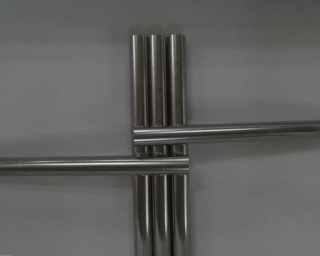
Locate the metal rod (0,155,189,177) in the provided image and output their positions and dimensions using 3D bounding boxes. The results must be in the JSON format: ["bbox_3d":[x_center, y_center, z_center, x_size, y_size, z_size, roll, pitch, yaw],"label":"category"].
[{"bbox_3d":[-0.115,0.048,0.393,0.302,0.025,0.025,-1,90,5],"label":"metal rod"}]

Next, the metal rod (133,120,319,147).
[{"bbox_3d":[0.118,0.005,0.394,0.302,0.025,0.025,-2,90,-7],"label":"metal rod"}]

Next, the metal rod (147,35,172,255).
[{"bbox_3d":[0.000,0.029,0.410,0.025,0.025,0.298,-1,90,-1],"label":"metal rod"}]

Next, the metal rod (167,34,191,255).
[{"bbox_3d":[0.026,0.028,0.410,0.025,0.025,0.298,-1,90,-1],"label":"metal rod"}]

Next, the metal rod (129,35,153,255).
[{"bbox_3d":[-0.025,0.030,0.410,0.025,0.025,0.298,-1,90,-1],"label":"metal rod"}]
